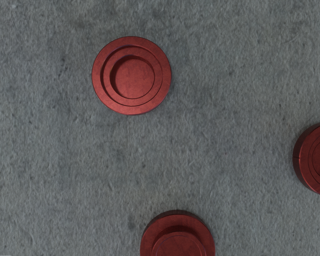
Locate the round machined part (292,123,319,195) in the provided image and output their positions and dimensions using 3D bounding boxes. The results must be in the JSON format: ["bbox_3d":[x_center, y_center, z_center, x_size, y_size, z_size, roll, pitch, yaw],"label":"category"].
[{"bbox_3d":[0.221,0.040,0.405,0.099,0.042,0.097,0,90,-1],"label":"round machined part"}]

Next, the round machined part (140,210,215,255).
[{"bbox_3d":[0.023,0.160,0.402,0.099,0.042,0.097,0,90,-1],"label":"round machined part"}]

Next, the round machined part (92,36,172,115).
[{"bbox_3d":[-0.035,-0.065,0.401,0.099,0.042,0.097,0,90,-1],"label":"round machined part"}]
